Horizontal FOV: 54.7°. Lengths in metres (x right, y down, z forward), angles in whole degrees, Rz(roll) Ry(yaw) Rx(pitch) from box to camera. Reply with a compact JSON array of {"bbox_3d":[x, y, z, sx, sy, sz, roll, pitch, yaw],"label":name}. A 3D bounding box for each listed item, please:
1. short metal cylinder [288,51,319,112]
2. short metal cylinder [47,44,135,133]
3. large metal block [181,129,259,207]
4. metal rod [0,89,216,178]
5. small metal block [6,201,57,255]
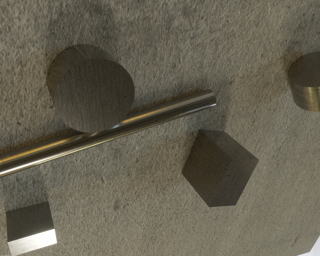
[{"bbox_3d":[0.237,-0.070,0.461,0.080,0.080,0.050,-36,130,-5],"label":"short metal cylinder"},{"bbox_3d":[-0.073,-0.042,0.326,0.081,0.050,0.079,-14,125,-21],"label":"short metal cylinder"},{"bbox_3d":[0.085,0.057,0.455,0.050,0.080,0.079,6,116,-31],"label":"large metal block"},{"bbox_3d":[-0.067,0.005,0.374,0.302,0.025,0.025,-19,126,-18],"label":"metal rod"},{"bbox_3d":[-0.158,0.122,0.380,0.050,0.050,0.025,-11,123,-23],"label":"small metal block"}]
